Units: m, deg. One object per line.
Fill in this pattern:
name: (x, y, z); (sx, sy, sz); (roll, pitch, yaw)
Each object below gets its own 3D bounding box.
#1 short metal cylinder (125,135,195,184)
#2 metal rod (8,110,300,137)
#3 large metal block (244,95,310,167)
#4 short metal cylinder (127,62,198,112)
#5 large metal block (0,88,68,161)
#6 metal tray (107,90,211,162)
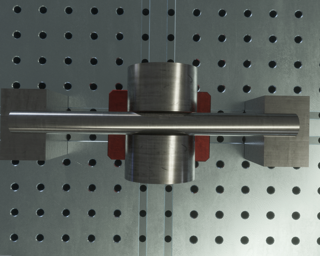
short metal cylinder: (0.000, 0.032, 0.356); (0.081, 0.080, 0.050); (1, 90, 0)
metal rod: (-0.006, -0.005, 0.333); (0.302, 0.025, 0.025); (1, 90, 0)
large metal block: (0.142, 0.003, 0.386); (0.050, 0.080, 0.080); (1, 90, 0)
short metal cylinder: (0.003, -0.043, 0.356); (0.081, 0.080, 0.050); (1, 90, 0)
large metal block: (-0.152, -0.004, 0.383); (0.050, 0.080, 0.080); (1, 90, 0)
metal tray: (-0.001, -0.003, 0.411); (0.131, 0.030, 0.089); (1, 90, 0)
